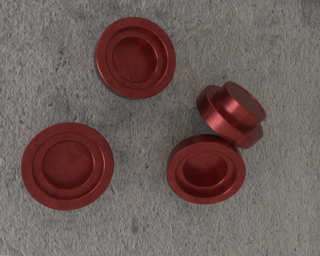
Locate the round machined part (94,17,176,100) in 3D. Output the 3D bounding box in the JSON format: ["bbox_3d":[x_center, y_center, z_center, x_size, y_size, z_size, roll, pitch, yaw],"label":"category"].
[{"bbox_3d":[-0.033,-0.084,0.387,0.099,0.042,0.097,0,90,-20],"label":"round machined part"}]

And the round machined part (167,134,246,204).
[{"bbox_3d":[0.058,0.049,0.405,0.099,0.042,0.097,1,119,2],"label":"round machined part"}]

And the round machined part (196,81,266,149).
[{"bbox_3d":[0.099,-0.023,0.405,0.098,0.098,0.042,29,122,-18],"label":"round machined part"}]

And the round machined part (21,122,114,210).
[{"bbox_3d":[-0.107,0.042,0.361,0.099,0.042,0.097,0,90,-20],"label":"round machined part"}]
